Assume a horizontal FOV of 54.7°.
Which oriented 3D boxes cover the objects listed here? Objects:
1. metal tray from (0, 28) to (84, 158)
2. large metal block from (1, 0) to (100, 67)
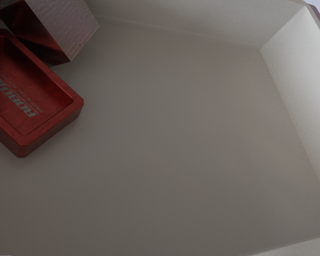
[{"bbox_3d":[-0.162,-0.042,0.340,0.130,0.030,0.090,43,51,1],"label":"metal tray"},{"bbox_3d":[-0.131,-0.132,0.376,0.080,0.050,0.080,58,40,-36],"label":"large metal block"}]
